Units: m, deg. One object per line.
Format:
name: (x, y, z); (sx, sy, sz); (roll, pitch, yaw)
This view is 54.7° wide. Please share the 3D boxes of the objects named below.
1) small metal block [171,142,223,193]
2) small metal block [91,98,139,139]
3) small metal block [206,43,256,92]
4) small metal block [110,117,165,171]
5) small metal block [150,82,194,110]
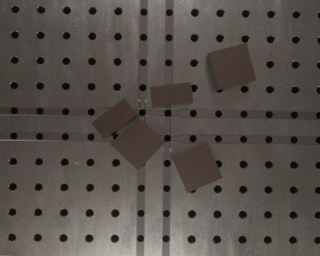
small metal block: (0.048, 0.052, 0.414); (0.050, 0.025, 0.050); (-23, 90, -1)
small metal block: (-0.056, -0.011, 0.400); (0.050, 0.050, 0.025); (-37, 90, 0)
small metal block: (0.095, -0.080, 0.415); (0.050, 0.025, 0.050); (-15, 90, -1)
small metal block: (-0.029, 0.020, 0.413); (0.050, 0.025, 0.050); (43, 90, -1)
small metal block: (0.014, -0.041, 0.401); (0.050, 0.050, 0.025); (-7, 90, 0)
